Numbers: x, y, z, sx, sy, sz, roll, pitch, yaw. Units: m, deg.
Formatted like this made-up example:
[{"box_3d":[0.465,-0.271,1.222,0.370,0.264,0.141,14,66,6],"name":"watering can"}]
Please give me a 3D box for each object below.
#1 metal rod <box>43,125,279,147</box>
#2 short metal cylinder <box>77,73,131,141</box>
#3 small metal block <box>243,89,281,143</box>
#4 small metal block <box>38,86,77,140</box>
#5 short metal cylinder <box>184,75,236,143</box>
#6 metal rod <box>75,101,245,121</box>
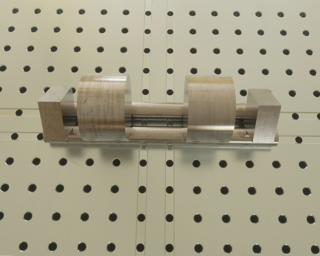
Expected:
[{"box_3d":[0.001,0.010,0.408,0.302,0.025,0.025,1,70,0],"name":"metal rod"},{"box_3d":[-0.063,-0.024,0.368,0.050,0.080,0.080,1,70,0],"name":"short metal cylinder"},{"box_3d":[0.124,-0.016,0.381,0.025,0.050,0.050,0,29,1],"name":"small metal block"},{"box_3d":[-0.124,-0.019,0.381,0.025,0.050,0.050,1,28,1],"name":"small metal block"},{"box_3d":[0.056,-0.022,0.368,0.050,0.080,0.080,1,70,0],"name":"short metal cylinder"},{"box_3d":[0.004,-0.023,0.420,0.302,0.025,0.025,1,70,0],"name":"metal rod"}]
